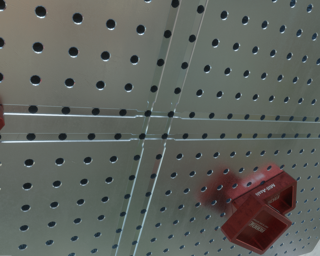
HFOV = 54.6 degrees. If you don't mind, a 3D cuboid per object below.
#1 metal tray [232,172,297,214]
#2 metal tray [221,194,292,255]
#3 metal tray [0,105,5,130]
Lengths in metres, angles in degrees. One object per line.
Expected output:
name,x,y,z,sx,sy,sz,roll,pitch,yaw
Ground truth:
metal tray,0.209,0.153,0.614,0.131,0.030,0.090,-26,128,-13
metal tray,0.183,0.183,0.580,0.090,0.030,0.130,-50,129,7
metal tray,-0.225,-0.011,0.278,0.090,0.030,0.130,-48,129,6
